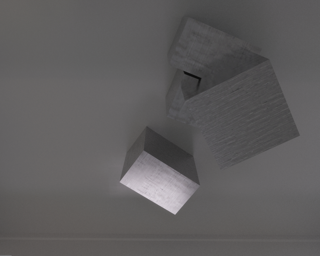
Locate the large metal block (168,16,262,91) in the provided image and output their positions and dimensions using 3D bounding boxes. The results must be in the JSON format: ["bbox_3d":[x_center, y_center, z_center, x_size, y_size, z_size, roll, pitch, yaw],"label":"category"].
[{"bbox_3d":[0.056,-0.086,0.351,0.080,0.080,0.050,21,109,-8],"label":"large metal block"}]

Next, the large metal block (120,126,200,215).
[{"bbox_3d":[0.000,0.052,0.401,0.080,0.080,0.050,33,107,-12],"label":"large metal block"}]

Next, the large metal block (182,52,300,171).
[{"bbox_3d":[0.077,-0.017,0.307,0.080,0.050,0.080,-26,108,9],"label":"large metal block"}]

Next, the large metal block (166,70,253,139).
[{"bbox_3d":[0.054,-0.034,0.370,0.080,0.080,0.050,20,109,-7],"label":"large metal block"}]
